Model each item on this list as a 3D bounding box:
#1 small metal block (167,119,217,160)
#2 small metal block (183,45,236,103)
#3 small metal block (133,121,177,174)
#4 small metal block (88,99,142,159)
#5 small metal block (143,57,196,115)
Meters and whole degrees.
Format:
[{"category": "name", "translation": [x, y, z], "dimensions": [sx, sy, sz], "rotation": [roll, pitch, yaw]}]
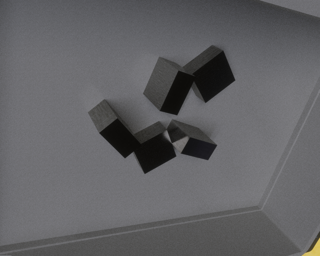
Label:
[{"category": "small metal block", "translation": [0.041, 0.016, 0.425], "dimensions": [0.050, 0.050, 0.025], "rotation": [16, 109, -35]}, {"category": "small metal block", "translation": [0.063, -0.069, 0.400], "dimensions": [0.050, 0.025, 0.050], "rotation": [-38, 129, -3]}, {"category": "small metal block", "translation": [-0.011, 0.027, 0.419], "dimensions": [0.050, 0.025, 0.050], "rotation": [-28, 128, -10]}, {"category": "small metal block", "translation": [-0.053, 0.001, 0.364], "dimensions": [0.025, 0.050, 0.050], "rotation": [-39, 129, -2]}, {"category": "small metal block", "translation": [0.010, -0.050, 0.366], "dimensions": [0.025, 0.050, 0.050], "rotation": [13, 112, -34]}]
